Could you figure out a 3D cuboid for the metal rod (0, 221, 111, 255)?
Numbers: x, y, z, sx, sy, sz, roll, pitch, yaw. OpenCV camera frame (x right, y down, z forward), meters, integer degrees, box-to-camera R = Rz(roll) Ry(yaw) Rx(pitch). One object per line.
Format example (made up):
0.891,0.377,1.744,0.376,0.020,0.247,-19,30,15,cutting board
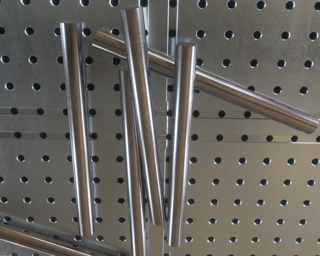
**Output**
-0.165,0.184,0.479,0.301,0.025,0.025,21,109,-8,metal rod

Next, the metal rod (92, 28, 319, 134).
0.063,-0.056,0.393,0.301,0.025,0.025,21,109,-8,metal rod

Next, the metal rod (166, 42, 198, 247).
0.026,0.040,0.412,0.025,0.025,0.298,1,116,-1,metal rod

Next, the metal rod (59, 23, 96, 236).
-0.108,0.016,0.418,0.025,0.025,0.298,1,110,0,metal rod

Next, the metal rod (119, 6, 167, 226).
-0.016,0.004,0.397,0.025,0.025,0.298,-5,117,2,metal rod

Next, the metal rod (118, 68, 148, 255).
-0.036,0.067,0.437,0.025,0.025,0.298,-1,110,0,metal rod
